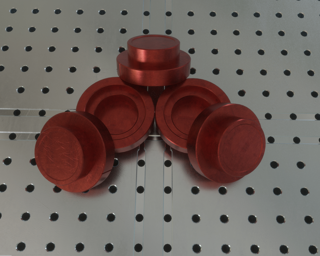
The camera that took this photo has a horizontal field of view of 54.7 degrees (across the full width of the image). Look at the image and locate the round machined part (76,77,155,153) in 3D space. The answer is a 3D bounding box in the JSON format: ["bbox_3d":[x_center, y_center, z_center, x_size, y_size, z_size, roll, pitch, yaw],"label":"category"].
[{"bbox_3d":[-0.056,-0.014,0.406,0.099,0.042,0.098,0,70,-1],"label":"round machined part"}]

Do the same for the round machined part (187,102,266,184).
[{"bbox_3d":[0.085,0.020,0.368,0.099,0.042,0.097,-5,101,-25],"label":"round machined part"}]

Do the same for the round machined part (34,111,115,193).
[{"bbox_3d":[-0.107,0.030,0.366,0.098,0.042,0.097,3,97,22],"label":"round machined part"}]

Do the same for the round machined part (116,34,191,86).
[{"bbox_3d":[-0.008,-0.094,0.410,0.099,0.042,0.098,0,32,0],"label":"round machined part"}]

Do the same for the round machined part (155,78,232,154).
[{"bbox_3d":[0.043,-0.013,0.408,0.099,0.042,0.098,0,70,-1],"label":"round machined part"}]
